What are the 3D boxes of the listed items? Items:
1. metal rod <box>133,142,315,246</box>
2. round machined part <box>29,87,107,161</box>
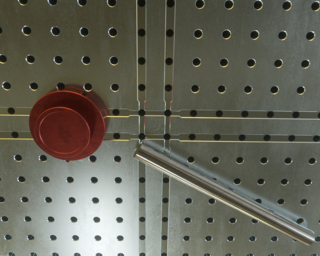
[{"bbox_3d":[0.100,0.100,0.451,0.301,0.025,0.025,28,107,-11],"label":"metal rod"},{"bbox_3d":[-0.121,-0.001,0.402,0.099,0.042,0.097,0,110,-1],"label":"round machined part"}]
